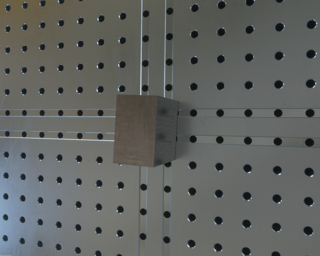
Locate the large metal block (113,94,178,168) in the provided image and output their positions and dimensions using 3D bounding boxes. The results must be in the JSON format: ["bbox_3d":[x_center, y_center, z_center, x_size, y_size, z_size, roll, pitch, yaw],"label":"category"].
[{"bbox_3d":[-0.015,0.002,0.387,0.050,0.080,0.079,4,91,20],"label":"large metal block"}]
